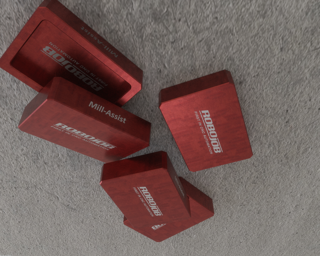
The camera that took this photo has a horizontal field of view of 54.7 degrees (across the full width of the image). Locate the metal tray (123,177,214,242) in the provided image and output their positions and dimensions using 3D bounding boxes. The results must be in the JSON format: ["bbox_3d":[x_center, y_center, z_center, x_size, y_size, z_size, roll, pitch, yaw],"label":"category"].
[{"bbox_3d":[0.014,0.142,0.525,0.130,0.030,0.090,-36,122,26],"label":"metal tray"}]

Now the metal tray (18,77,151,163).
[{"bbox_3d":[-0.087,-0.002,0.372,0.131,0.030,0.090,27,143,-33],"label":"metal tray"}]

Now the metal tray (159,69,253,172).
[{"bbox_3d":[0.062,-0.003,0.402,0.090,0.030,0.130,-16,129,13],"label":"metal tray"}]

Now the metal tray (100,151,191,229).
[{"bbox_3d":[-0.016,0.092,0.436,0.090,0.030,0.130,-14,133,11],"label":"metal tray"}]

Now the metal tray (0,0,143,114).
[{"bbox_3d":[-0.095,-0.066,0.346,0.130,0.030,0.090,37,121,-27],"label":"metal tray"}]
